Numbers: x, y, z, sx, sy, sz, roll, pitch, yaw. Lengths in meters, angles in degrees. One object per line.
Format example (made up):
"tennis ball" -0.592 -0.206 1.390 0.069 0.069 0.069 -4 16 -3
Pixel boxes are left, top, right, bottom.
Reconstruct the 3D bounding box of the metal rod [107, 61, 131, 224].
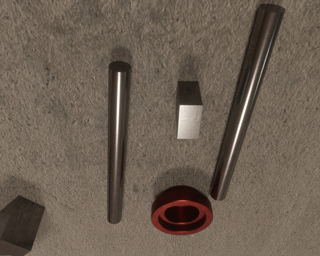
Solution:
"metal rod" -0.062 0.044 0.443 0.025 0.025 0.298 5 130 -5

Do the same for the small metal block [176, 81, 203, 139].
"small metal block" 0.034 -0.022 0.373 0.025 0.050 0.050 1 130 -1

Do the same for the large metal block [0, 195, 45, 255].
"large metal block" -0.245 0.172 0.514 0.080 0.080 0.050 -37 121 27

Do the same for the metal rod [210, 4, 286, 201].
"metal rod" 0.103 -0.006 0.403 0.025 0.025 0.298 2 130 -3

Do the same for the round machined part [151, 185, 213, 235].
"round machined part" 0.035 0.132 0.509 0.099 0.042 0.097 -1 130 0
